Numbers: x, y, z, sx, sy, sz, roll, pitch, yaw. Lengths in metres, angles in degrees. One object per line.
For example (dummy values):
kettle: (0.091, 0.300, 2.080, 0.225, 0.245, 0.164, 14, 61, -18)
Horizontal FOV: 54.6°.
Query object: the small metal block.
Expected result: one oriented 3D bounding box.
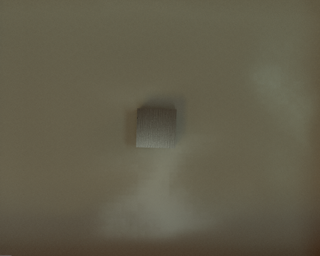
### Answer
small metal block: (-0.005, 0.000, 0.408, 0.050, 0.025, 0.050, 2, 90, 0)
